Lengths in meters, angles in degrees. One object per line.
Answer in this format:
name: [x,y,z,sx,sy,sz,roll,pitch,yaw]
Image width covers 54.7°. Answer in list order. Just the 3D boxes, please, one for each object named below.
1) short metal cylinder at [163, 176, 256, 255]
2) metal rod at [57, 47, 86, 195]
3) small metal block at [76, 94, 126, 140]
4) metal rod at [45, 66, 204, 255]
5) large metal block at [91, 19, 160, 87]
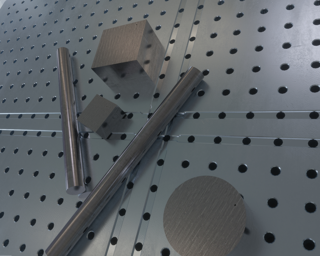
short metal cylinder: [0.050,0.094,0.308,0.080,0.050,0.080,-13,56,21]
metal rod: [-0.149,-0.031,0.505,0.025,0.025,0.299,-26,52,12]
small metal block: [-0.089,-0.017,0.465,0.050,0.025,0.050,28,77,37]
metal rod: [-0.040,0.040,0.404,0.025,0.025,0.300,30,78,37]
large metal block: [-0.052,-0.117,0.491,0.080,0.050,0.080,-4,60,26]
